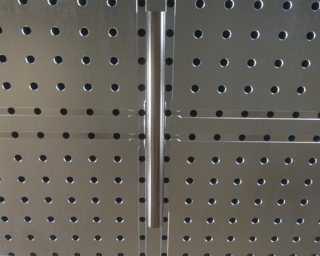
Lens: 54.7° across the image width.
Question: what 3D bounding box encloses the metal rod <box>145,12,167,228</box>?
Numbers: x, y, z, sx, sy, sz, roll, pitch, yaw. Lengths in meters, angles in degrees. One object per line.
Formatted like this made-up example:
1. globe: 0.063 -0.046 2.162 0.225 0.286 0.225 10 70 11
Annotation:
1. metal rod: -0.006 0.003 0.414 0.025 0.025 0.298 0 110 -1
